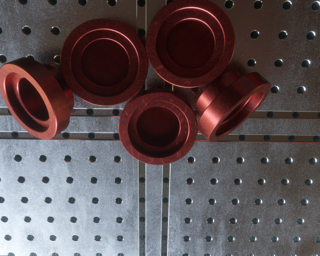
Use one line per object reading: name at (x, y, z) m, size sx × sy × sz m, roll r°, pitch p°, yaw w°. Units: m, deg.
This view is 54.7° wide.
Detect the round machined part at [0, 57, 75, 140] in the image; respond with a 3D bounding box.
round machined part at (-0.143, -0.038, 0.372) m, size 0.098 × 0.042 × 0.097 m, roll 20°, pitch 130°, yaw 27°

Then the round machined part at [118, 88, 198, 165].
round machined part at (-0.002, -0.005, 0.403) m, size 0.099 × 0.042 × 0.097 m, roll 0°, pitch 110°, yaw -1°

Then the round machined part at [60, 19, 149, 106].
round machined part at (-0.065, -0.078, 0.369) m, size 0.099 × 0.042 × 0.097 m, roll -2°, pitch 105°, yaw -9°

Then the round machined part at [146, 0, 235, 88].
round machined part at (0.036, -0.097, 0.362) m, size 0.099 × 0.042 × 0.097 m, roll 2°, pitch 101°, yaw 8°

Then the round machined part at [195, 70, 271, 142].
round machined part at (0.082, -0.031, 0.375) m, size 0.098 × 0.098 × 0.042 m, roll -46°, pitch 69°, yaw 15°
